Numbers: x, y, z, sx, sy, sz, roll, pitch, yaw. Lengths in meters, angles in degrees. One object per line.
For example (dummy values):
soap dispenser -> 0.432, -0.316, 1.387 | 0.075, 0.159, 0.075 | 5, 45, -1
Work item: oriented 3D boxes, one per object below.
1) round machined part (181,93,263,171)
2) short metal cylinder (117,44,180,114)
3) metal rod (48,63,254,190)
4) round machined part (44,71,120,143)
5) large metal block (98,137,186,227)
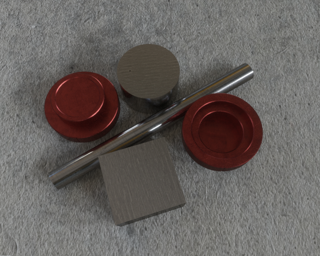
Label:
round machined part -> 0.076, 0.008, 0.397 | 0.099, 0.042, 0.098 | 0, 70, 0
short metal cylinder -> -0.015, -0.065, 0.419 | 0.081, 0.050, 0.080 | 0, 70, 0
metal rod -> -0.003, -0.008, 0.413 | 0.301, 0.025, 0.025 | -30, 73, -11
round machined part -> -0.104, -0.033, 0.411 | 0.099, 0.042, 0.098 | 0, 70, 0
large metal block -> -0.021, 0.066, 0.372 | 0.081, 0.050, 0.080 | -16, 71, -6
